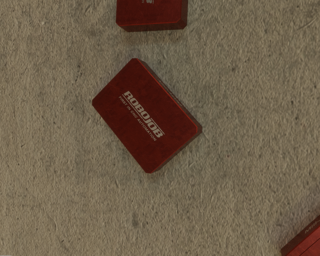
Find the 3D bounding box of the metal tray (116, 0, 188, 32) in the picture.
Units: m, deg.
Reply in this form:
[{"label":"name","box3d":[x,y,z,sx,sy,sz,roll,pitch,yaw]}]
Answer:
[{"label":"metal tray","box3d":[-0.009,-0.198,0.409,0.090,0.030,0.129,3,91,19]}]

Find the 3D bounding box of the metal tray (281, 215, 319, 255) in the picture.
[{"label":"metal tray","box3d":[0.210,0.131,0.332,0.090,0.030,0.130,44,103,14]}]

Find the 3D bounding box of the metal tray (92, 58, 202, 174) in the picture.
[{"label":"metal tray","box3d":[-0.019,-0.016,0.413,0.090,0.030,0.130,-43,77,15]}]
